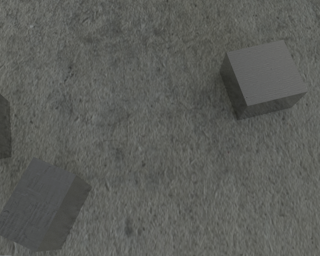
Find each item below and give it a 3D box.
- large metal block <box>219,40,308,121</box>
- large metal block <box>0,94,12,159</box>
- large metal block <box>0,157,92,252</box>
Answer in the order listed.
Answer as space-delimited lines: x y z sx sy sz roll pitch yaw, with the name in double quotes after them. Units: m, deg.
0.136 -0.064 0.420 0.081 0.050 0.080 -14 71 -5 "large metal block"
-0.241 0.000 0.392 0.081 0.050 0.080 -10 71 -4 "large metal block"
-0.125 0.087 0.346 0.050 0.080 0.080 22 71 7 "large metal block"
